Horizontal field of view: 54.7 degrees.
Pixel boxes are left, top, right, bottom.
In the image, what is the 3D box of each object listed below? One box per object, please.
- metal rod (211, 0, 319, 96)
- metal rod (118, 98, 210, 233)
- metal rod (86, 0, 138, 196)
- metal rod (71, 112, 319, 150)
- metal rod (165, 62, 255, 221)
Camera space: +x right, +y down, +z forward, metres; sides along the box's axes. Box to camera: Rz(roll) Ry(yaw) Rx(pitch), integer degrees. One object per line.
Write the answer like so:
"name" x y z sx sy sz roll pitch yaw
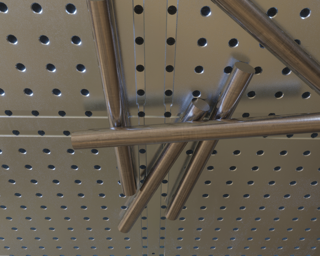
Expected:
"metal rod" 0.154 -0.077 0.348 0.301 0.025 0.025 30 124 -24
"metal rod" -0.007 0.075 0.475 0.025 0.025 0.298 18 128 -15
"metal rod" -0.054 -0.014 0.398 0.025 0.025 0.298 -2 130 1
"metal rod" 0.043 0.004 0.381 0.302 0.025 0.025 -4 130 3
"metal rod" 0.059 0.041 0.447 0.025 0.025 0.298 11 129 -10
